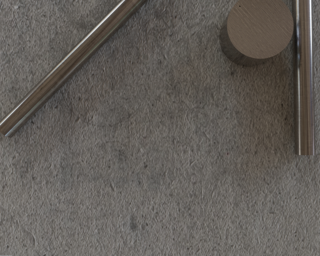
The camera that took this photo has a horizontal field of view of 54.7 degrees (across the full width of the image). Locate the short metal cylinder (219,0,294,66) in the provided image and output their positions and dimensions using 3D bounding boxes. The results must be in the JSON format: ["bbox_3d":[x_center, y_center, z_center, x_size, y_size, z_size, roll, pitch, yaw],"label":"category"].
[{"bbox_3d":[0.121,-0.123,0.398,0.081,0.050,0.079,0,90,0],"label":"short metal cylinder"}]

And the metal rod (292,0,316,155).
[{"bbox_3d":[0.190,-0.114,0.411,0.025,0.025,0.298,-1,90,0],"label":"metal rod"}]

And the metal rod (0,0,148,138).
[{"bbox_3d":[-0.100,-0.102,0.408,0.025,0.025,0.300,45,90,0],"label":"metal rod"}]
